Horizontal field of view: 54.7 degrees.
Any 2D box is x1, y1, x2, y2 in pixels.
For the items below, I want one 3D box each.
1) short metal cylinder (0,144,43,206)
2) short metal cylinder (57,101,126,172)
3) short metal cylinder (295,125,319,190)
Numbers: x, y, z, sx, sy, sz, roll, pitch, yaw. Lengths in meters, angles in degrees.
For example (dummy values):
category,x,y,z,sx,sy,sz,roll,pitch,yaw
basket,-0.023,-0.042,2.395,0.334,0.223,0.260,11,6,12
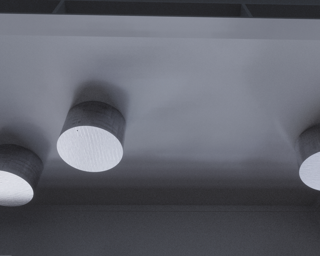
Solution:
category,x,y,z,sx,sy,sz,roll,pitch,yaw
short metal cylinder,-0.218,0.069,0.448,0.081,0.050,0.079,0,130,0
short metal cylinder,-0.086,0.012,0.401,0.081,0.050,0.079,0,130,0
short metal cylinder,0.230,0.041,0.421,0.080,0.050,0.079,7,130,9
